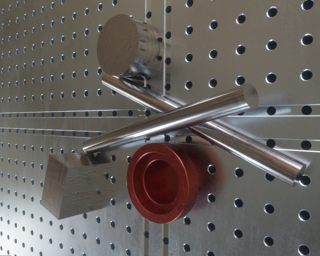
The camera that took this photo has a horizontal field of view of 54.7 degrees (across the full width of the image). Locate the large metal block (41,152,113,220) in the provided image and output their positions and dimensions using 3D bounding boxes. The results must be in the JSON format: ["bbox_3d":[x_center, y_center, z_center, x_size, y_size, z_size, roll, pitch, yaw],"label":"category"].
[{"bbox_3d":[-0.127,0.084,0.475,0.050,0.081,0.079,22,104,37],"label":"large metal block"}]

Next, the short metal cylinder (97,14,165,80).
[{"bbox_3d":[-0.041,-0.109,0.425,0.080,0.050,0.079,0,90,39],"label":"short metal cylinder"}]

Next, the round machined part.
[{"bbox_3d":[0.007,0.067,0.390,0.098,0.042,0.097,0,90,39],"label":"round machined part"}]

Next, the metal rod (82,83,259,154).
[{"bbox_3d":[-0.015,0.000,0.393,0.299,0.025,0.025,-17,80,46],"label":"metal rod"}]

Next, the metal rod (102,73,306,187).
[{"bbox_3d":[0.028,-0.015,0.384,0.300,0.025,0.025,30,109,35],"label":"metal rod"}]
